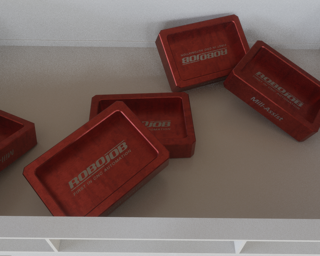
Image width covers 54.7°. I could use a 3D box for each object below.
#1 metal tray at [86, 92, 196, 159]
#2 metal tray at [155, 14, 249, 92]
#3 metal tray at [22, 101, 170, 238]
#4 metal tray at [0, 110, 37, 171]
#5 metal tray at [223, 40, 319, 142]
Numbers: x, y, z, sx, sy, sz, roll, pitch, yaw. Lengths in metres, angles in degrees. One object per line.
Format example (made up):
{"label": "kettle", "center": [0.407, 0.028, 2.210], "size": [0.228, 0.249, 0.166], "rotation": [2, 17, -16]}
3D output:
{"label": "metal tray", "center": [-0.024, -0.004, 0.404], "size": [0.131, 0.030, 0.090], "rotation": [-2, 50, -3]}
{"label": "metal tray", "center": [0.069, -0.113, 0.468], "size": [0.131, 0.030, 0.090], "rotation": [-17, 85, -14]}
{"label": "metal tray", "center": [-0.065, 0.042, 0.337], "size": [0.131, 0.030, 0.090], "rotation": [-38, 73, -16]}
{"label": "metal tray", "center": [-0.222, 0.024, 0.355], "size": [0.090, 0.030, 0.131], "rotation": [20, 37, 15]}
{"label": "metal tray", "center": [0.163, -0.053, 0.423], "size": [0.130, 0.030, 0.090], "rotation": [38, 57, 6]}
